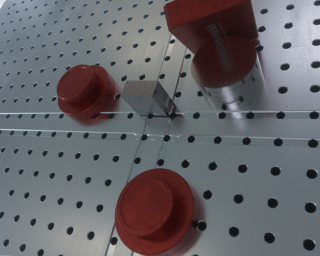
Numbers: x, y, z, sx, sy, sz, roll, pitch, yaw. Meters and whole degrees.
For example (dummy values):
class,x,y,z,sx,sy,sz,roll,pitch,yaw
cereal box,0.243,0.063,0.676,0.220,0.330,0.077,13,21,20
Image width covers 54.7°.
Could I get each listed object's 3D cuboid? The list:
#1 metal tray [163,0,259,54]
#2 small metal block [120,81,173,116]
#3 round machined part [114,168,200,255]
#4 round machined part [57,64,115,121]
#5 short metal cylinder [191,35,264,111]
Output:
class,x,y,z,sx,sy,sz,roll,pitch,yaw
metal tray,0.070,-0.130,0.384,0.090,0.130,0.030,-14,84,20
small metal block,-0.017,-0.040,0.426,0.050,0.050,0.025,5,65,30
round machined part,-0.009,0.090,0.347,0.098,0.042,0.098,-13,56,21
round machined part,-0.127,-0.064,0.503,0.098,0.042,0.098,-13,56,21
short metal cylinder,0.085,-0.069,0.390,0.080,0.050,0.080,-13,56,21
